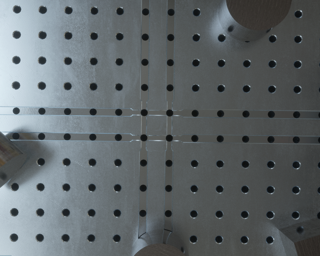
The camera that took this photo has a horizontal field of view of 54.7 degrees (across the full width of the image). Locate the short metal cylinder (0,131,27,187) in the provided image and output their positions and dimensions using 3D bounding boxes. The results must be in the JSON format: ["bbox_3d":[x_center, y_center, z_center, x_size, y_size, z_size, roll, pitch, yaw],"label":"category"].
[{"bbox_3d":[-0.216,0.045,0.384,0.050,0.080,0.080,42,90,0],"label":"short metal cylinder"}]

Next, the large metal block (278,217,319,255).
[{"bbox_3d":[0.213,0.166,0.403,0.080,0.050,0.080,-17,90,0],"label":"large metal block"}]

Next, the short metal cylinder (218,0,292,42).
[{"bbox_3d":[0.120,-0.159,0.402,0.081,0.050,0.079,0,90,0],"label":"short metal cylinder"}]

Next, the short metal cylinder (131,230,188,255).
[{"bbox_3d":[0.000,0.180,0.401,0.081,0.050,0.079,0,90,0],"label":"short metal cylinder"}]
